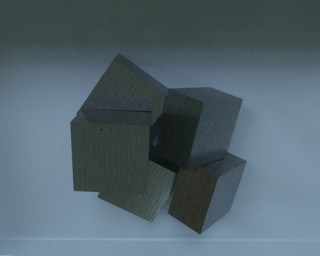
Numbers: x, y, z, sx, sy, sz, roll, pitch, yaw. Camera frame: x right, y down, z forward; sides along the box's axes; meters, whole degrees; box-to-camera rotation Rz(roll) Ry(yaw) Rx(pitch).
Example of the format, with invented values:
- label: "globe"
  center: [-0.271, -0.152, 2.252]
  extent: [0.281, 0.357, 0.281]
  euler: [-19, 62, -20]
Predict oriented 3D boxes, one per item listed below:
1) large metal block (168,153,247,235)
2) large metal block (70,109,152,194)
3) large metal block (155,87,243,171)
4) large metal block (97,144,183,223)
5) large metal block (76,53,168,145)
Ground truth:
- label: "large metal block"
  center: [0.062, 0.077, 0.402]
  extent: [0.050, 0.081, 0.079]
  euler: [26, 113, 32]
- label: "large metal block"
  center: [-0.052, 0.025, 0.350]
  extent: [0.081, 0.050, 0.079]
  euler: [3, 109, 0]
- label: "large metal block"
  center: [0.047, -0.003, 0.373]
  extent: [0.081, 0.050, 0.079]
  euler: [-9, 119, -46]
- label: "large metal block"
  center: [-0.026, 0.067, 0.418]
  extent: [0.080, 0.050, 0.080]
  euler: [28, 107, -11]
- label: "large metal block"
  center: [-0.042, -0.033, 0.384]
  extent: [0.080, 0.050, 0.080]
  euler: [34, 106, -12]
